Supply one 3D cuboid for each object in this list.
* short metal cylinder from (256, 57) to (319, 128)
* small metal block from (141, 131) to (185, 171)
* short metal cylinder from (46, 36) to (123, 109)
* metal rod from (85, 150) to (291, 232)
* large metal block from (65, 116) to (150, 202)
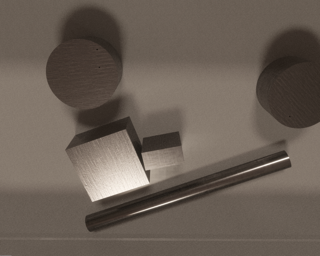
[{"bbox_3d":[0.167,-0.045,0.384,0.081,0.050,0.079,0,110,-1],"label":"short metal cylinder"},{"bbox_3d":[0.004,0.029,0.409,0.050,0.050,0.025,-10,110,3],"label":"small metal block"},{"bbox_3d":[-0.088,-0.068,0.372,0.081,0.050,0.079,0,110,-1],"label":"short metal cylinder"},{"bbox_3d":[0.035,0.093,0.445,0.301,0.025,0.025,-19,109,6],"label":"metal rod"},{"bbox_3d":[-0.065,0.040,0.412,0.080,0.050,0.080,-19,109,6],"label":"large metal block"}]
